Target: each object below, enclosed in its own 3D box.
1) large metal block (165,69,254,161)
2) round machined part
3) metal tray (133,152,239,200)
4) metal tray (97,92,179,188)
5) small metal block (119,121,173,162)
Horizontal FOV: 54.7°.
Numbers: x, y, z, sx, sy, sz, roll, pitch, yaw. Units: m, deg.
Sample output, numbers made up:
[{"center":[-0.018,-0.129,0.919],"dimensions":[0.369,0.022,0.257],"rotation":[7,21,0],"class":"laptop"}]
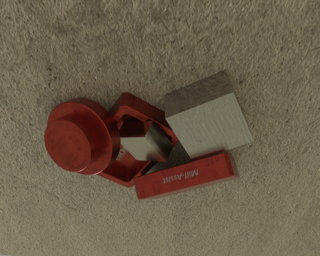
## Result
[{"center":[0.060,-0.013,0.382],"dimensions":[0.080,0.050,0.080],"rotation":[-21,127,17],"class":"large metal block"},{"center":[-0.102,0.015,0.382],"dimensions":[0.098,0.042,0.097],"rotation":[9,113,22],"class":"round machined part"},{"center":[0.040,0.070,0.435],"dimensions":[0.130,0.030,0.090],"rotation":[-17,164,15],"class":"metal tray"},{"center":[-0.044,0.022,0.423],"dimensions":[0.090,0.030,0.129],"rotation":[28,125,-22],"class":"metal tray"},{"center":[-0.020,0.017,0.393],"dimensions":[0.050,0.025,0.050],"rotation":[-2,139,39],"class":"small metal block"}]
